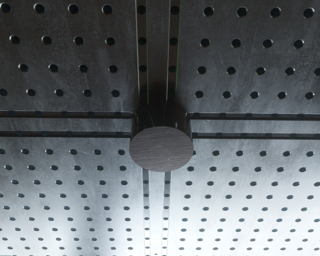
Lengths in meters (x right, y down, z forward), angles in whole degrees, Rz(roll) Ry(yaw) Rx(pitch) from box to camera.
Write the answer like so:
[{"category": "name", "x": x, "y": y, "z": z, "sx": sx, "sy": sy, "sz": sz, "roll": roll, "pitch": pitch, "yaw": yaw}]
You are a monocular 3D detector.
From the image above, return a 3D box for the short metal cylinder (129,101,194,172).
[{"category": "short metal cylinder", "x": 0.002, "y": 0.012, "z": 0.405, "sx": 0.080, "sy": 0.050, "sz": 0.080, "roll": 0, "pitch": 130, "yaw": 0}]
